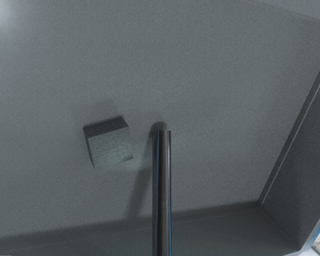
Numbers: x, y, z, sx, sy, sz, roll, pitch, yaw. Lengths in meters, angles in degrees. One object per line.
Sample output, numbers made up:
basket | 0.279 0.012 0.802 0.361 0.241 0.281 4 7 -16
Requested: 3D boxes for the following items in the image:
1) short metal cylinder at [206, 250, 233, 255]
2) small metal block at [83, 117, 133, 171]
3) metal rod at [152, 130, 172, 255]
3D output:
short metal cylinder | 0.123 0.299 0.631 0.081 0.080 0.050 -1 119 -29
small metal block | -0.064 0.020 0.387 0.050 0.025 0.050 -17 126 -19
metal rod | 0.003 0.152 0.400 0.025 0.025 0.298 4 82 -31
